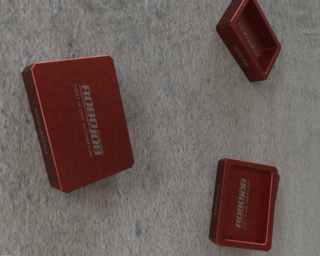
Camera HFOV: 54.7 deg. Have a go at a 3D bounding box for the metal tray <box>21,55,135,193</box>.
[{"bbox_3d":[-0.083,-0.008,0.333,0.091,0.030,0.129,-18,102,-39],"label":"metal tray"}]

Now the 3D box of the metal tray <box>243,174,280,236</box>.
[{"bbox_3d":[0.165,0.133,0.542,0.090,0.030,0.130,24,75,-38],"label":"metal tray"}]

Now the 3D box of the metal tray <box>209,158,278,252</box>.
[{"bbox_3d":[0.131,0.118,0.485,0.091,0.030,0.129,11,79,-11],"label":"metal tray"}]

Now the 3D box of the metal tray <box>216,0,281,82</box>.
[{"bbox_3d":[0.157,-0.155,0.535,0.130,0.030,0.090,46,62,-30],"label":"metal tray"}]
